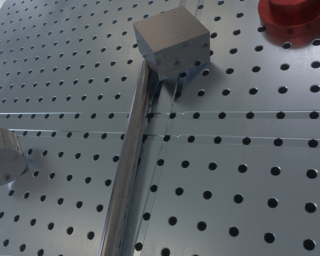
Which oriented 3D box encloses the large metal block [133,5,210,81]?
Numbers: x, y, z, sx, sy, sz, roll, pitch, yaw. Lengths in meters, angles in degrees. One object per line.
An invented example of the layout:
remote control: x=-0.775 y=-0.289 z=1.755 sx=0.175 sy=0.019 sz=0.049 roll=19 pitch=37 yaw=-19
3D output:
large metal block: x=0.017 y=-0.123 z=0.444 sx=0.080 sy=0.050 sz=0.080 roll=-23 pitch=51 yaw=-9

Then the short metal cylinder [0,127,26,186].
short metal cylinder: x=-0.256 y=0.045 z=0.479 sx=0.080 sy=0.080 sz=0.050 roll=-39 pitch=51 yaw=2

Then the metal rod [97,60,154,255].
metal rod: x=-0.040 y=0.035 z=0.407 sx=0.025 sy=0.025 sz=0.299 roll=-5 pitch=59 yaw=26

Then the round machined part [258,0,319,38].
round machined part: x=0.179 y=-0.170 z=0.408 sx=0.098 sy=0.042 sz=0.098 roll=-13 pitch=56 yaw=21
